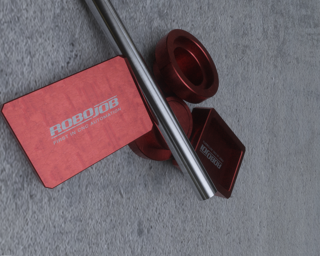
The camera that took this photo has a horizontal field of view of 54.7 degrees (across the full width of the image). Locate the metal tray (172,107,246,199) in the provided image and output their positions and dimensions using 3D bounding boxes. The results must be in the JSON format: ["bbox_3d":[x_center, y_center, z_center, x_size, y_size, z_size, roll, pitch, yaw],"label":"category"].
[{"bbox_3d":[0.077,0.039,0.453,0.130,0.030,0.090,42,64,-44],"label":"metal tray"}]

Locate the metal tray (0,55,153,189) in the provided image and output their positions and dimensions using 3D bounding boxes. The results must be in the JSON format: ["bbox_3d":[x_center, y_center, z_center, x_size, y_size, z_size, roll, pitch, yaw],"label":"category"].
[{"bbox_3d":[-0.080,-0.010,0.321,0.131,0.030,0.090,-31,107,-27],"label":"metal tray"}]

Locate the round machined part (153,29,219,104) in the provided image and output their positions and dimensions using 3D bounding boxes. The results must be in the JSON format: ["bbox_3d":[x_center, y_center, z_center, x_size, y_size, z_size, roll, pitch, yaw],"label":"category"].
[{"bbox_3d":[0.030,-0.076,0.405,0.099,0.042,0.098,25,52,-36],"label":"round machined part"}]

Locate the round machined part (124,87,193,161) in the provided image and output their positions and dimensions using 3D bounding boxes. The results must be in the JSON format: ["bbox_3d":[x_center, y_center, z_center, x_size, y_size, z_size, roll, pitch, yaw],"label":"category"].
[{"bbox_3d":[0.004,-0.006,0.399,0.099,0.042,0.097,0,90,-40],"label":"round machined part"}]

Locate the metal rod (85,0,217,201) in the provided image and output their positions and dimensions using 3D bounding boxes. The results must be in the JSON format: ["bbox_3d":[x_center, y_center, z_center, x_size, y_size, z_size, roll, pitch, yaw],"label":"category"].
[{"bbox_3d":[-0.017,-0.051,0.348,0.025,0.025,0.299,-34,98,-35],"label":"metal rod"}]
